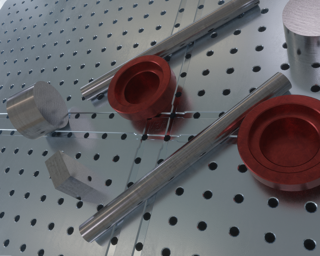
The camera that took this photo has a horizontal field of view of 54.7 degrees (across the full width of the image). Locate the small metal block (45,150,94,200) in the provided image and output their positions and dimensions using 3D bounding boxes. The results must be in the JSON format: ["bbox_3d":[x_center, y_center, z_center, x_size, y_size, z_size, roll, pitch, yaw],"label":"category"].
[{"bbox_3d":[-0.122,0.064,0.417,0.025,0.050,0.050,-40,51,1],"label":"small metal block"}]

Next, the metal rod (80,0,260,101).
[{"bbox_3d":[0.009,-0.124,0.479,0.300,0.025,0.025,-28,52,10],"label":"metal rod"}]

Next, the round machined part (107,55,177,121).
[{"bbox_3d":[-0.022,-0.052,0.441,0.098,0.042,0.098,-13,56,21],"label":"round machined part"}]

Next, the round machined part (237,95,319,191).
[{"bbox_3d":[0.133,0.018,0.317,0.098,0.042,0.098,-13,56,21],"label":"round machined part"}]

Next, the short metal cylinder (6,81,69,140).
[{"bbox_3d":[-0.192,-0.028,0.491,0.050,0.080,0.080,-23,53,15],"label":"short metal cylinder"}]

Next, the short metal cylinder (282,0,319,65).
[{"bbox_3d":[0.190,-0.122,0.367,0.080,0.050,0.080,-13,56,21],"label":"short metal cylinder"}]

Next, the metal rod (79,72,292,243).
[{"bbox_3d":[0.028,0.036,0.371,0.300,0.025,0.025,-38,51,2],"label":"metal rod"}]
